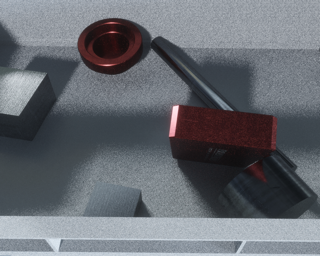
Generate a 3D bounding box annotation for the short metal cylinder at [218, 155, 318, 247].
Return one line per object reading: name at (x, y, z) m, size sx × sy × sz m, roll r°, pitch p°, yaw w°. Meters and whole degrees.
short metal cylinder at (0.106, 0.073, 0.310) m, size 0.081 × 0.080 × 0.050 m, roll -23°, pitch 54°, yaw -18°

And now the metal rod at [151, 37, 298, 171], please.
metal rod at (0.073, -0.045, 0.443) m, size 0.025 × 0.025 × 0.300 m, roll -25°, pitch 55°, yaw -20°

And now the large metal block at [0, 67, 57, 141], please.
large metal block at (-0.199, -0.034, 0.415) m, size 0.080 × 0.050 × 0.080 m, roll 9°, pitch 51°, yaw 6°

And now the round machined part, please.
round machined part at (-0.076, -0.123, 0.489) m, size 0.099 × 0.042 × 0.098 m, roll -1°, pitch 61°, yaw 1°

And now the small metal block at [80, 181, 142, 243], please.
small metal block at (-0.050, 0.089, 0.330) m, size 0.050 × 0.025 × 0.050 m, roll 10°, pitch 51°, yaw 7°

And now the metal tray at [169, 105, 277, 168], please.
metal tray at (0.058, 0.014, 0.326) m, size 0.090 × 0.130 × 0.030 m, roll 7°, pitch 77°, yaw 5°
